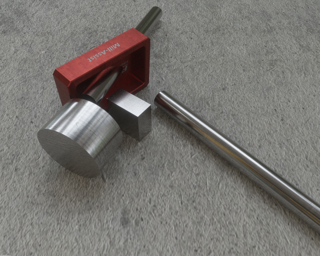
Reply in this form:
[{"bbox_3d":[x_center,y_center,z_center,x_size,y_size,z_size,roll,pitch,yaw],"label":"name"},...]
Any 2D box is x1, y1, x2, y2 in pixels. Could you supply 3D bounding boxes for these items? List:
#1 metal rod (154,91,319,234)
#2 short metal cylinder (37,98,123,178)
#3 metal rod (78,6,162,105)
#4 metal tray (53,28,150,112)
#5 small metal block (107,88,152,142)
[{"bbox_3d":[0.103,0.042,0.368,0.025,0.025,0.300,-36,59,-26],"label":"metal rod"},{"bbox_3d":[-0.090,0.013,0.356,0.080,0.080,0.050,21,53,16],"label":"short metal cylinder"},{"bbox_3d":[-0.047,-0.124,0.477,0.025,0.025,0.301,12,42,10],"label":"metal rod"},{"bbox_3d":[-0.070,-0.066,0.414,0.030,0.089,0.131,39,60,23],"label":"metal tray"},{"bbox_3d":[-0.039,-0.017,0.400,0.050,0.050,0.025,30,56,22],"label":"small metal block"}]
